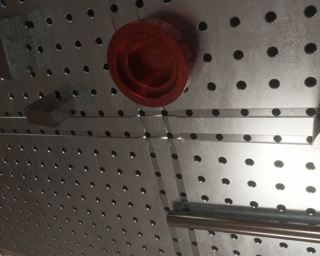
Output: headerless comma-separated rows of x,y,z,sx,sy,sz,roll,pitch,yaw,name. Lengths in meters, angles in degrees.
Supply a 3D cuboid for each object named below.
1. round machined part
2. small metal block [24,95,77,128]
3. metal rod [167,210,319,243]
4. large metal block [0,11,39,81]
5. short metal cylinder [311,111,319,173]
-0.008,-0.077,0.356,0.098,0.042,0.097,13,124,20,round machined part
-0.163,-0.026,0.462,0.050,0.050,0.025,9,122,23,small metal block
0.147,0.134,0.416,0.300,0.025,0.025,-3,117,29,metal rod
-0.230,-0.120,0.440,0.080,0.050,0.079,13,124,20,large metal block
0.193,0.013,0.302,0.080,0.050,0.079,13,124,20,short metal cylinder
